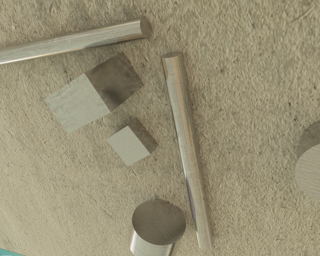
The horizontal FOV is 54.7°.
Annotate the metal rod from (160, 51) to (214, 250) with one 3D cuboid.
[{"bbox_3d":[0.042,0.048,0.414,0.025,0.025,0.298,2,120,27],"label":"metal rod"}]

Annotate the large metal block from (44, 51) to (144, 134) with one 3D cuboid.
[{"bbox_3d":[-0.080,-0.045,0.386,0.080,0.080,0.050,-22,107,36],"label":"large metal block"}]

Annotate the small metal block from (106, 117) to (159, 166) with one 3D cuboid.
[{"bbox_3d":[-0.040,0.020,0.440,0.050,0.025,0.050,-30,102,38],"label":"small metal block"}]

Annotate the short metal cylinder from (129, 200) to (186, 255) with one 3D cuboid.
[{"bbox_3d":[-0.005,0.157,0.471,0.080,0.080,0.050,23,127,14],"label":"short metal cylinder"}]

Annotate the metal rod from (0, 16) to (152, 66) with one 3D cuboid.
[{"bbox_3d":[-0.148,-0.109,0.417,0.300,0.025,0.025,-1,118,28],"label":"metal rod"}]

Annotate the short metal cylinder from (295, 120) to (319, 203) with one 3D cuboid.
[{"bbox_3d":[0.183,0.034,0.316,0.080,0.050,0.079,13,124,21],"label":"short metal cylinder"}]
